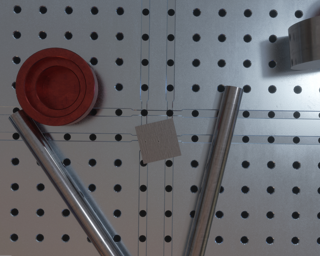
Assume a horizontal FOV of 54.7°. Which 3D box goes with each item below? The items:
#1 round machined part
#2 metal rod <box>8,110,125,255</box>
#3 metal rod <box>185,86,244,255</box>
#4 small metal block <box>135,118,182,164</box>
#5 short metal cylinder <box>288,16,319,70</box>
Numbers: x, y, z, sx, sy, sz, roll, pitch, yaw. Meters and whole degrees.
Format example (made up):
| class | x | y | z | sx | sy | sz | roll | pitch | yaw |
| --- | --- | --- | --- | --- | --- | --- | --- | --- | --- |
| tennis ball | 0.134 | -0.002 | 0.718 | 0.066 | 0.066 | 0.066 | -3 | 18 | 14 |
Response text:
| class | x | y | z | sx | sy | sz | roll | pitch | yaw |
| --- | --- | --- | --- | --- | --- | --- | --- | --- | --- |
| round machined part | -0.130 | -0.051 | 0.404 | 0.099 | 0.042 | 0.097 | 0 | 90 | 0 |
| metal rod | -0.106 | 0.106 | 0.412 | 0.025 | 0.025 | 0.299 | -34 | 90 | 0 |
| metal rod | 0.065 | 0.092 | 0.413 | 0.025 | 0.025 | 0.298 | 13 | 90 | 0 |
| small metal block | -0.002 | 0.017 | 0.413 | 0.050 | 0.025 | 0.050 | -13 | 90 | 0 |
| short metal cylinder | 0.205 | -0.105 | 0.387 | 0.080 | 0.080 | 0.050 | -4 | 90 | 0 |
